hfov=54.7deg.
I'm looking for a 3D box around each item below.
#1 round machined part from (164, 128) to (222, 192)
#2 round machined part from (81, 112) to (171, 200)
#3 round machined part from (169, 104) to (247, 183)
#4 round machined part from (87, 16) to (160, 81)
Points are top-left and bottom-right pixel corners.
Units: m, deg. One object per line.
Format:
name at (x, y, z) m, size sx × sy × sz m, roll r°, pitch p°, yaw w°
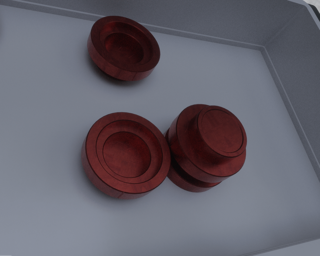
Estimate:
round machined part at (0.050, 0.031, 0.405) m, size 0.099 × 0.042 × 0.098 m, roll 14°, pitch 56°, yaw -21°
round machined part at (-0.041, 0.034, 0.353) m, size 0.099 × 0.042 × 0.098 m, roll 14°, pitch 56°, yaw -21°
round machined part at (0.063, 0.012, 0.369) m, size 0.099 × 0.042 × 0.098 m, roll 14°, pitch 56°, yaw -21°
round machined part at (-0.053, -0.105, 0.432) m, size 0.099 × 0.042 × 0.098 m, roll 14°, pitch 56°, yaw -21°
